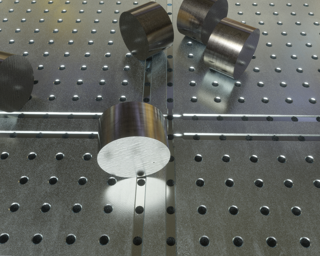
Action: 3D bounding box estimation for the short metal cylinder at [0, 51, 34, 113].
[{"bbox_3d":[-0.221,-0.066,0.425,0.050,0.080,0.080,14,52,12],"label":"short metal cylinder"}]

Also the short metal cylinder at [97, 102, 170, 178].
[{"bbox_3d":[-0.031,0.015,0.359,0.081,0.080,0.050,-5,50,-4],"label":"short metal cylinder"}]

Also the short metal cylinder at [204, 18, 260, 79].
[{"bbox_3d":[0.110,-0.121,0.475,0.050,0.080,0.080,30,56,22],"label":"short metal cylinder"}]

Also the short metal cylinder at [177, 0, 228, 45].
[{"bbox_3d":[0.074,-0.191,0.533,0.050,0.080,0.080,33,57,24],"label":"short metal cylinder"}]

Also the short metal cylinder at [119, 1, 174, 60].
[{"bbox_3d":[-0.022,-0.157,0.504,0.050,0.080,0.080,-32,57,-24],"label":"short metal cylinder"}]
